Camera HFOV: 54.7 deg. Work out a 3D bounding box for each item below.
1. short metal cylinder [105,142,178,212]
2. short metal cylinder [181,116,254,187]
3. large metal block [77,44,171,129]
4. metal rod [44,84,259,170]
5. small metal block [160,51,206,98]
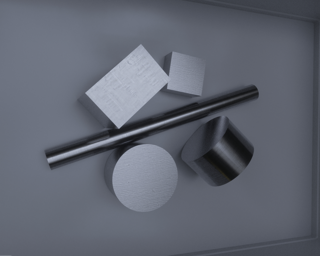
[{"bbox_3d":[-0.025,0.058,0.387,0.081,0.050,0.079,0,90,-21],"label":"short metal cylinder"},{"bbox_3d":[0.075,0.030,0.409,0.050,0.080,0.080,45,76,-15],"label":"short metal cylinder"},{"bbox_3d":[-0.045,-0.045,0.364,0.080,0.080,0.050,-45,105,-15],"label":"large metal block"},{"bbox_3d":[0.004,-0.008,0.412,0.302,0.025,0.025,-19,97,-20],"label":"metal rod"},{"bbox_3d":[0.032,-0.072,0.422,0.050,0.025,0.050,9,87,-20],"label":"small metal block"}]
